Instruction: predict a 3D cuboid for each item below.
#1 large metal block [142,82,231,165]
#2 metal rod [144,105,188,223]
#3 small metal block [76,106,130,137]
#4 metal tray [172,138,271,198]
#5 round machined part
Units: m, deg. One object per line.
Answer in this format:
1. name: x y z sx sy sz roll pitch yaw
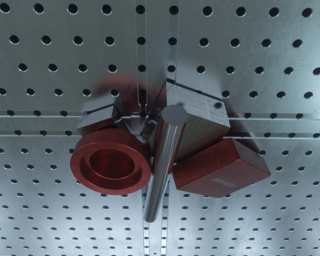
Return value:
1. large metal block: 0.029 -0.001 0.391 0.081 0.050 0.079 18 128 -15
2. metal rod: -0.001 0.070 0.414 0.025 0.025 0.298 5 146 -4
3. small metal block: -0.074 0.004 0.410 0.050 0.025 0.050 -17 128 14
4. metal tray: 0.087 0.060 0.423 0.090 0.030 0.131 -31 149 24
5. round machined part: -0.059 0.039 0.392 0.099 0.042 0.097 2 131 2
